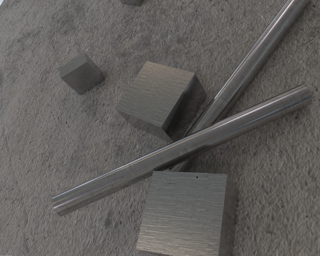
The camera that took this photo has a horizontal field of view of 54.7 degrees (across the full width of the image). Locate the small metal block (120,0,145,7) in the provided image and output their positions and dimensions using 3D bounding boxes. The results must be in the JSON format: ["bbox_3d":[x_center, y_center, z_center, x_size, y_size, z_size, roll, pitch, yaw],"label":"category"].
[{"bbox_3d":[-0.047,-0.261,0.589,0.050,0.025,0.050,27,76,37],"label":"small metal block"}]

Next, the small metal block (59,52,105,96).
[{"bbox_3d":[-0.128,-0.088,0.509,0.050,0.050,0.025,-29,52,10],"label":"small metal block"}]

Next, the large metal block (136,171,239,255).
[{"bbox_3d":[0.031,0.092,0.315,0.080,0.050,0.080,-2,61,27],"label":"large metal block"}]

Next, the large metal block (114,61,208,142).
[{"bbox_3d":[0.002,-0.034,0.408,0.080,0.050,0.080,22,74,36],"label":"large metal block"}]

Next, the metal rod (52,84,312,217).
[{"bbox_3d":[0.024,0.025,0.344,0.301,0.025,0.025,-24,52,1],"label":"metal rod"}]

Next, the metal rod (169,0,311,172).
[{"bbox_3d":[0.104,-0.066,0.389,0.025,0.025,0.300,31,78,37],"label":"metal rod"}]
